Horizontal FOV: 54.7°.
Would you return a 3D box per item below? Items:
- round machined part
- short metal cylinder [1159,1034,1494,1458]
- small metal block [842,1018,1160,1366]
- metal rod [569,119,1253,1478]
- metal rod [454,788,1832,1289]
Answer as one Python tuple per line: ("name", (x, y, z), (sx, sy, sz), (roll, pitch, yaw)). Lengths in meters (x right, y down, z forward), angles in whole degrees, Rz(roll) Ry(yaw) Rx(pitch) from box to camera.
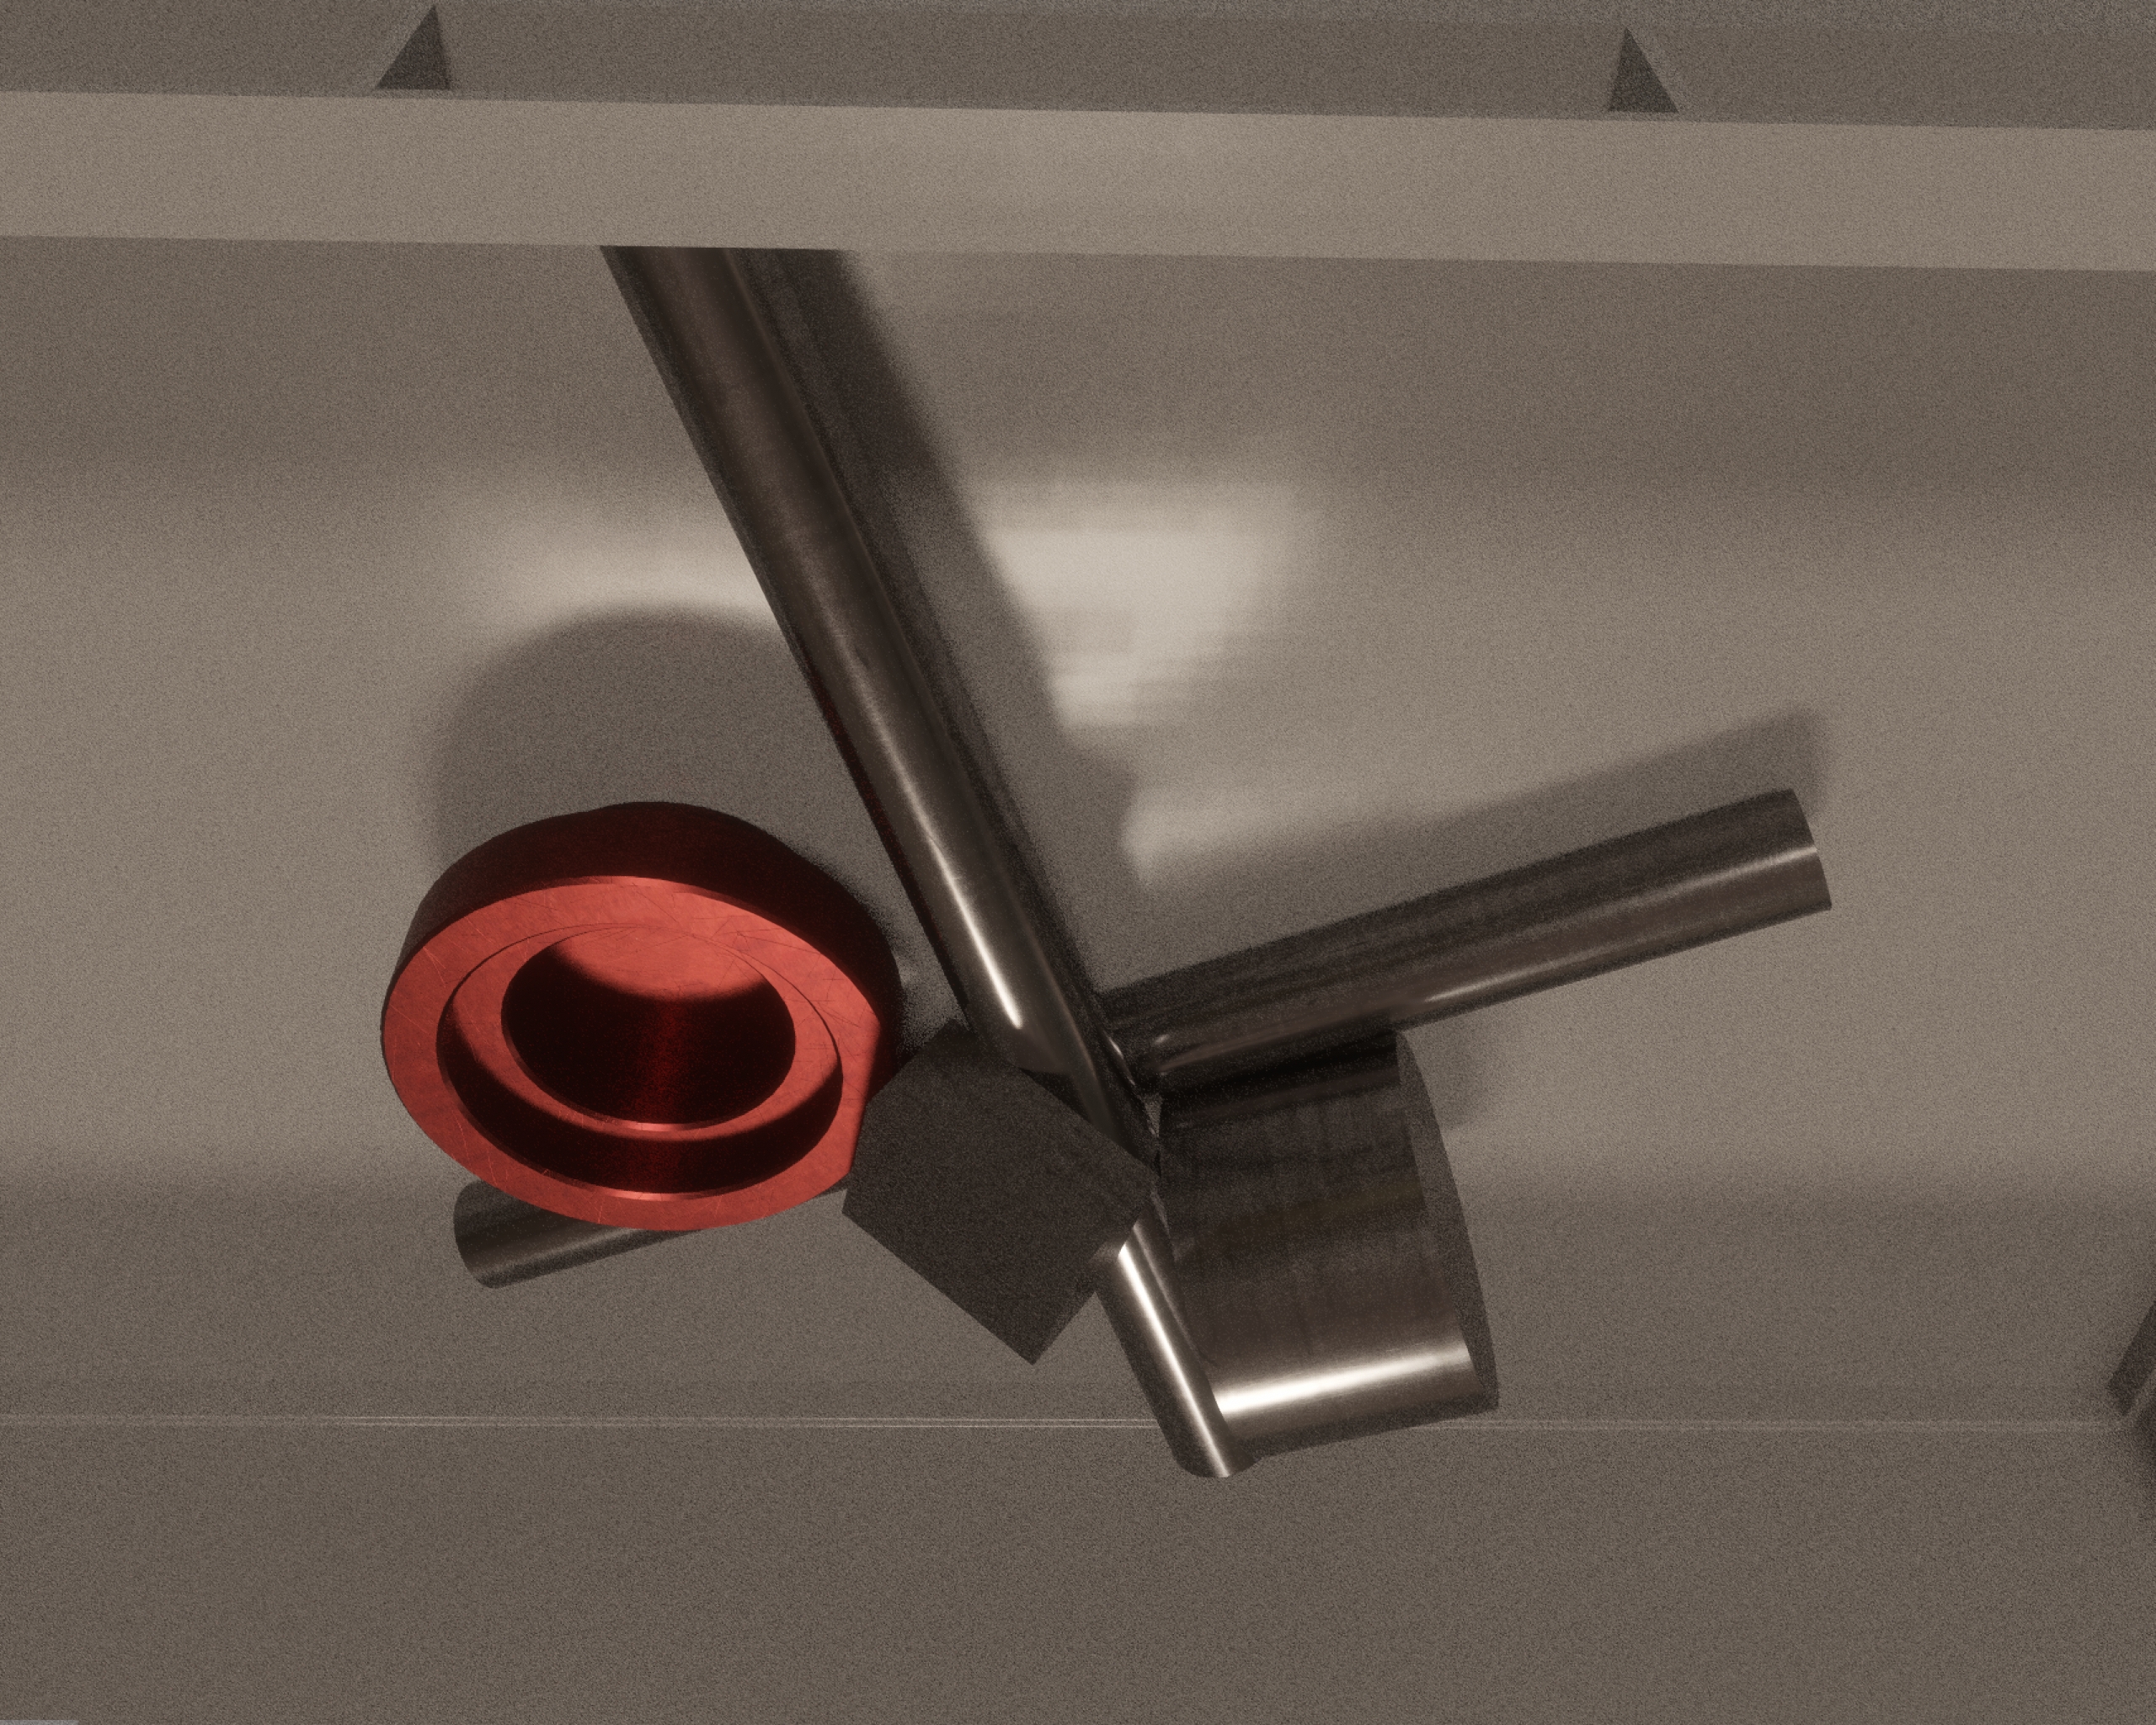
("round machined part", (-0.084, 0.026, 0.418), (0.099, 0.042, 0.097), (-1, 130, 0))
("short metal cylinder", (0.054, 0.080, 0.440), (0.050, 0.080, 0.080), (-15, 129, 12))
("small metal block", (-0.017, 0.065, 0.409), (0.050, 0.025, 0.050), (36, 147, 12))
("metal rod", (-0.016, 0.011, 0.393), (0.025, 0.025, 0.299), (-15, 122, 12))
("metal rod", (0.004, 0.041, 0.443), (0.301, 0.025, 0.025), (-18, 128, 14))
